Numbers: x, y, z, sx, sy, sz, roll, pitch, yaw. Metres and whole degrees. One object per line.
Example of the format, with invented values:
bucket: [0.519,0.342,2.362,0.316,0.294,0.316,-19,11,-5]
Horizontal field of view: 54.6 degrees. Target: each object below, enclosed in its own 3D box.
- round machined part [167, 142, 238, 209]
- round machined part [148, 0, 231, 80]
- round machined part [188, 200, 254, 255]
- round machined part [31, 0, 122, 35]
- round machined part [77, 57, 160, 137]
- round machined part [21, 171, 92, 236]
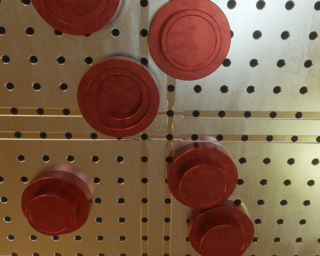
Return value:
round machined part: [0.060,0.072,0.431,0.099,0.042,0.097,0,110,0]
round machined part: [0.035,-0.104,0.366,0.099,0.042,0.097,0,110,0]
round machined part: [0.092,0.160,0.464,0.099,0.042,0.097,0,110,0]
round machined part: [-0.091,-0.156,0.346,0.099,0.042,0.097,0,110,0]
round machined part: [-0.050,-0.041,0.389,0.099,0.042,0.097,0,110,0]
round machined part: [-0.151,0.114,0.445,0.099,0.042,0.097,0,110,0]
